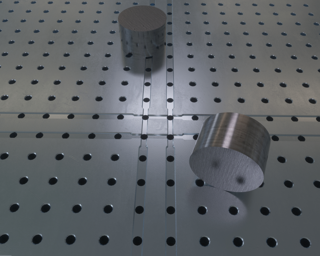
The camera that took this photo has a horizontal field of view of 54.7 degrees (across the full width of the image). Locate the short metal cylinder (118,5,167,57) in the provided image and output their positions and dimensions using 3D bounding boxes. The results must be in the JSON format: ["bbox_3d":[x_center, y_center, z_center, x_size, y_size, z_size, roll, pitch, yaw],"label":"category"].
[{"bbox_3d":[-0.029,-0.166,0.531,0.081,0.050,0.080,0,50,0],"label":"short metal cylinder"}]

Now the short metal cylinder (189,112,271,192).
[{"bbox_3d":[0.079,0.028,0.348,0.080,0.080,0.050,16,52,13],"label":"short metal cylinder"}]
